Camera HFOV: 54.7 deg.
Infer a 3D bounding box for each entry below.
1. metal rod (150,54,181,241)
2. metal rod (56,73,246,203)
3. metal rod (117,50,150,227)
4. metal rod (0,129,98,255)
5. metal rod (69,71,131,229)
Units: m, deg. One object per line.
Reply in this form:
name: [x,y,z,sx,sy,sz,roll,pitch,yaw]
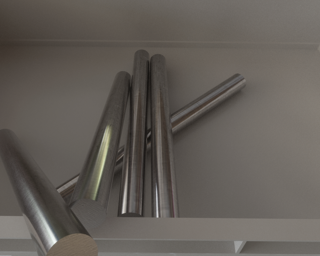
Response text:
metal rod: [0.001,-0.008,0.376,0.025,0.025,0.300,-1,41,-1]
metal rod: [0.005,0.004,0.402,0.302,0.025,0.025,-33,58,-25]
metal rod: [-0.028,-0.017,0.391,0.025,0.025,0.300,0,42,-1]
metal rod: [-0.119,0.037,0.269,0.025,0.025,0.300,-31,24,-24]
metal rod: [-0.051,-0.010,0.334,0.025,0.025,0.300,-1,26,-1]
